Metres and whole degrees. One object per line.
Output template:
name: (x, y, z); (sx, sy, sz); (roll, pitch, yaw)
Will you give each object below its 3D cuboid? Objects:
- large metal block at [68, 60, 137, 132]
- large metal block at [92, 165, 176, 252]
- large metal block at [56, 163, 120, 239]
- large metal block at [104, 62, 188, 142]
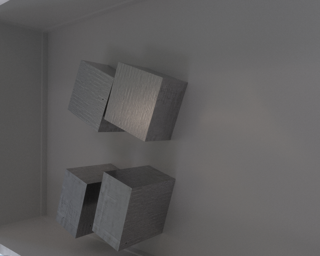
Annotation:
large metal block: (-0.085, -0.047, 0.461); (0.080, 0.050, 0.079); (32, 110, 35)
large metal block: (-0.032, 0.098, 0.398); (0.050, 0.081, 0.079); (21, 104, 38)
large metal block: (-0.095, 0.102, 0.450); (0.050, 0.081, 0.079); (23, 105, 37)
large metal block: (-0.020, -0.035, 0.407); (0.080, 0.050, 0.079); (26, 107, 37)
